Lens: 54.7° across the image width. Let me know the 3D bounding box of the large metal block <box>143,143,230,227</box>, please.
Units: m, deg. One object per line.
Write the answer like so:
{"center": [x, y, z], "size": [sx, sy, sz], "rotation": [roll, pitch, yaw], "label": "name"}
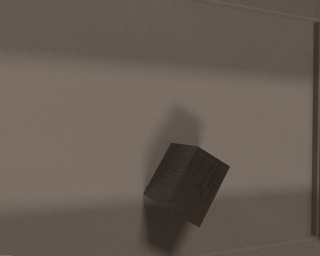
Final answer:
{"center": [0.031, 0.068, 0.394], "size": [0.050, 0.080, 0.080], "rotation": [32, 79, -18], "label": "large metal block"}
